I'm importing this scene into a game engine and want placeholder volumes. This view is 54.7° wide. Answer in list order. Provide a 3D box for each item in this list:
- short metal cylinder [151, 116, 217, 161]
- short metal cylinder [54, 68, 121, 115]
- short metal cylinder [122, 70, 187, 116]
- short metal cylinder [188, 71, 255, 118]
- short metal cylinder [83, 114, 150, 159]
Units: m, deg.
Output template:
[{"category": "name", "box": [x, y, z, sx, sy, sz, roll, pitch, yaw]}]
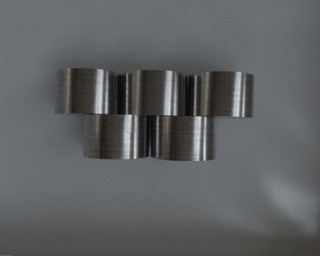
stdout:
[{"category": "short metal cylinder", "box": [0.029, 0.011, 0.382, 0.081, 0.080, 0.050, 1, 90, 0]}, {"category": "short metal cylinder", "box": [-0.088, -0.041, 0.381, 0.081, 0.080, 0.050, 1, 90, 0]}, {"category": "short metal cylinder", "box": [-0.007, -0.039, 0.382, 0.081, 0.080, 0.050, 1, 90, 0]}, {"category": "short metal cylinder", "box": [0.074, -0.038, 0.383, 0.081, 0.080, 0.050, 2, 90, 0]}, {"category": "short metal cylinder", "box": [-0.053, 0.009, 0.382, 0.081, 0.080, 0.050, 1, 90, 0]}]
